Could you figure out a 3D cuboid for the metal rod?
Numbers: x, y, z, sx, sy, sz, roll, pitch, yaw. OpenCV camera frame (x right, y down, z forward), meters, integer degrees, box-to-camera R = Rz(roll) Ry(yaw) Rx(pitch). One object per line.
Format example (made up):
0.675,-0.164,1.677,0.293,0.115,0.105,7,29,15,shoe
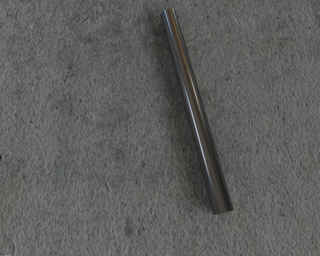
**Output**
0.044,-0.036,0.421,0.025,0.025,0.299,-11,70,-5,metal rod
